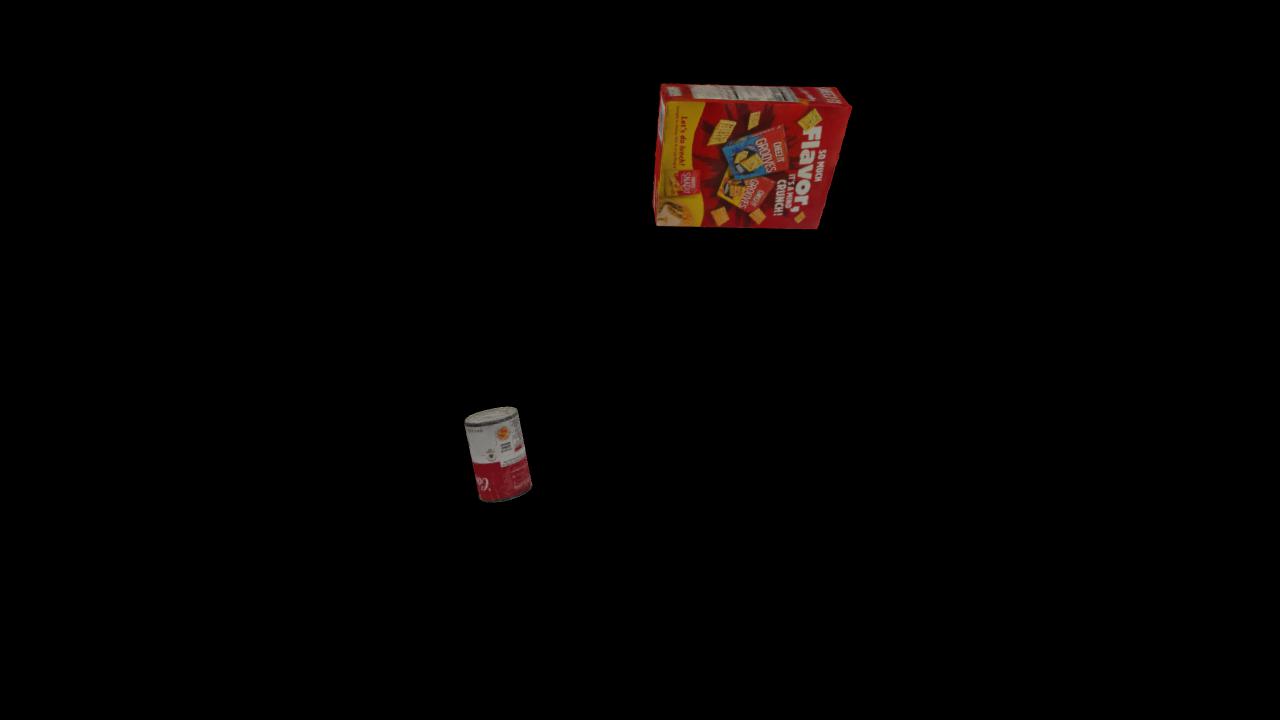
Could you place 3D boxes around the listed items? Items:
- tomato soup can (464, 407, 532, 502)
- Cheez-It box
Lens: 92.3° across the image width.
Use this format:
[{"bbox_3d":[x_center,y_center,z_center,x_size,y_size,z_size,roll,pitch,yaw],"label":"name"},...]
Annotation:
[{"bbox_3d":[-0.174,0.115,0.759,0.068,0.101,0.068,-8,11,1],"label":"tomato soup can"},{"bbox_3d":[0.131,-0.253,0.773,0.223,0.166,0.071,-1,44,-4],"label":"Cheez-It box"}]
